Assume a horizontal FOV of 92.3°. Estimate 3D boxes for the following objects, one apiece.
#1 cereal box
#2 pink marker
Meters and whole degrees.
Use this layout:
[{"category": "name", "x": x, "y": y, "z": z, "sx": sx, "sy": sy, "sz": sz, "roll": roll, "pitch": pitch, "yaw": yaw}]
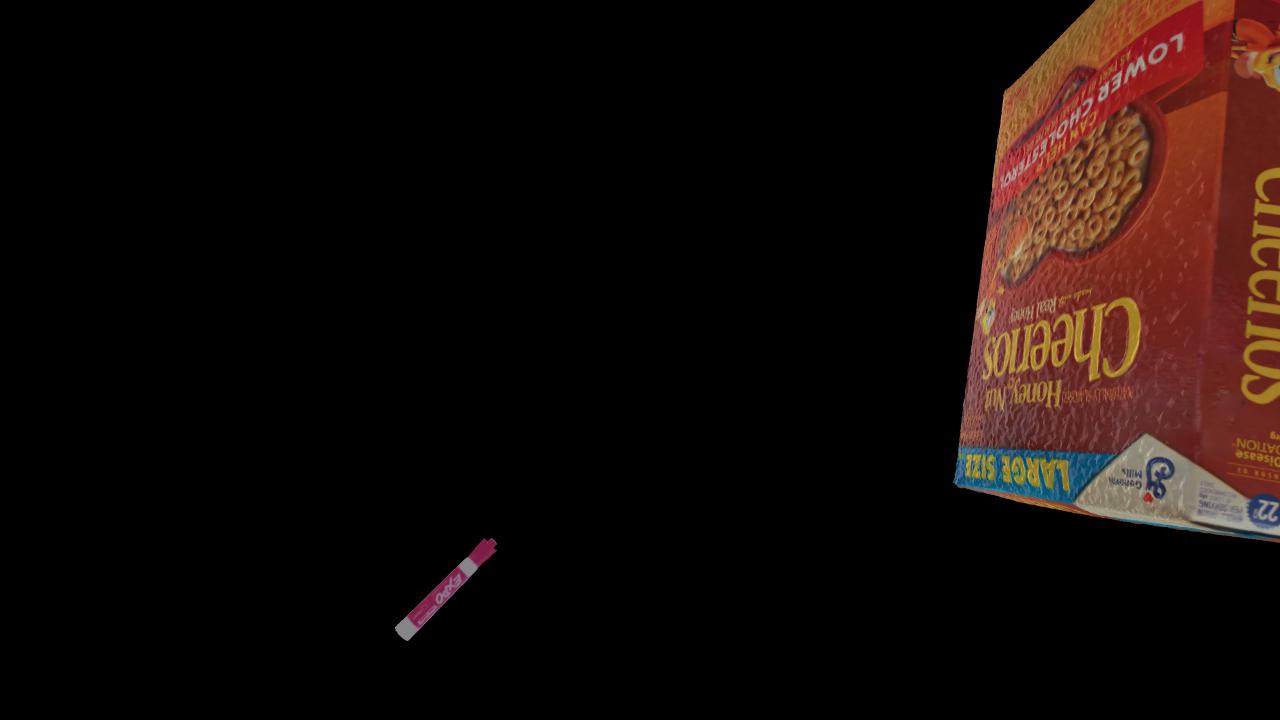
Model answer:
[{"category": "cereal box", "x": 0.277, "y": -0.063, "z": 0.353, "sx": 0.081, "sy": 0.306, "sz": 0.203, "roll": 11, "pitch": -6, "yaw": 4}, {"category": "pink marker", "x": -0.192, "y": 0.228, "z": 0.620, "sx": 0.121, "sy": 0.020, "sz": 0.020, "roll": -44, "pitch": 18, "yaw": -20}]
